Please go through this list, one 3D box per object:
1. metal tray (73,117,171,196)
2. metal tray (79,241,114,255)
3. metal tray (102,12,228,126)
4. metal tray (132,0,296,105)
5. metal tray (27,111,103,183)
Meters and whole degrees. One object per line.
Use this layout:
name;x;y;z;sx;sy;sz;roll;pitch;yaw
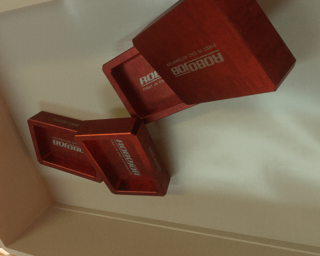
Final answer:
metal tray;-0.048;0.044;0.428;0.090;0.030;0.129;-3;133;23
metal tray;-0.134;0.310;0.667;0.090;0.030;0.129;28;128;9
metal tray;0.005;-0.063;0.362;0.130;0.030;0.090;-20;108;35
metal tray;0.037;-0.067;0.270;0.090;0.030;0.130;47;160;-18
metal tray;-0.144;0.030;0.496;0.130;0.030;0.089;13;124;20
